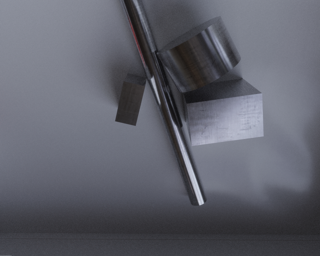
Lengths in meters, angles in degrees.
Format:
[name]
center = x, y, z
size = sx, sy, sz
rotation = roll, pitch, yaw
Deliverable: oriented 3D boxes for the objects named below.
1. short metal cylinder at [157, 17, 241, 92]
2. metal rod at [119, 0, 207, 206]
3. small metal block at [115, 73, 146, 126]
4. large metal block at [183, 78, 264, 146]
[short metal cylinder]
center = 0.044, -0.083, 0.352
size = 0.080, 0.080, 0.050
rotation = -29, 108, 10
[metal rod]
center = 0.009, -0.027, 0.401
size = 0.025, 0.025, 0.298
rotation = -18, 110, 6
[small metal block]
center = -0.035, -0.036, 0.384
size = 0.025, 0.050, 0.050
rotation = 13, 110, -5
[large metal block]
center = 0.072, -0.022, 0.375
size = 0.080, 0.080, 0.050
rotation = -8, 110, 2
